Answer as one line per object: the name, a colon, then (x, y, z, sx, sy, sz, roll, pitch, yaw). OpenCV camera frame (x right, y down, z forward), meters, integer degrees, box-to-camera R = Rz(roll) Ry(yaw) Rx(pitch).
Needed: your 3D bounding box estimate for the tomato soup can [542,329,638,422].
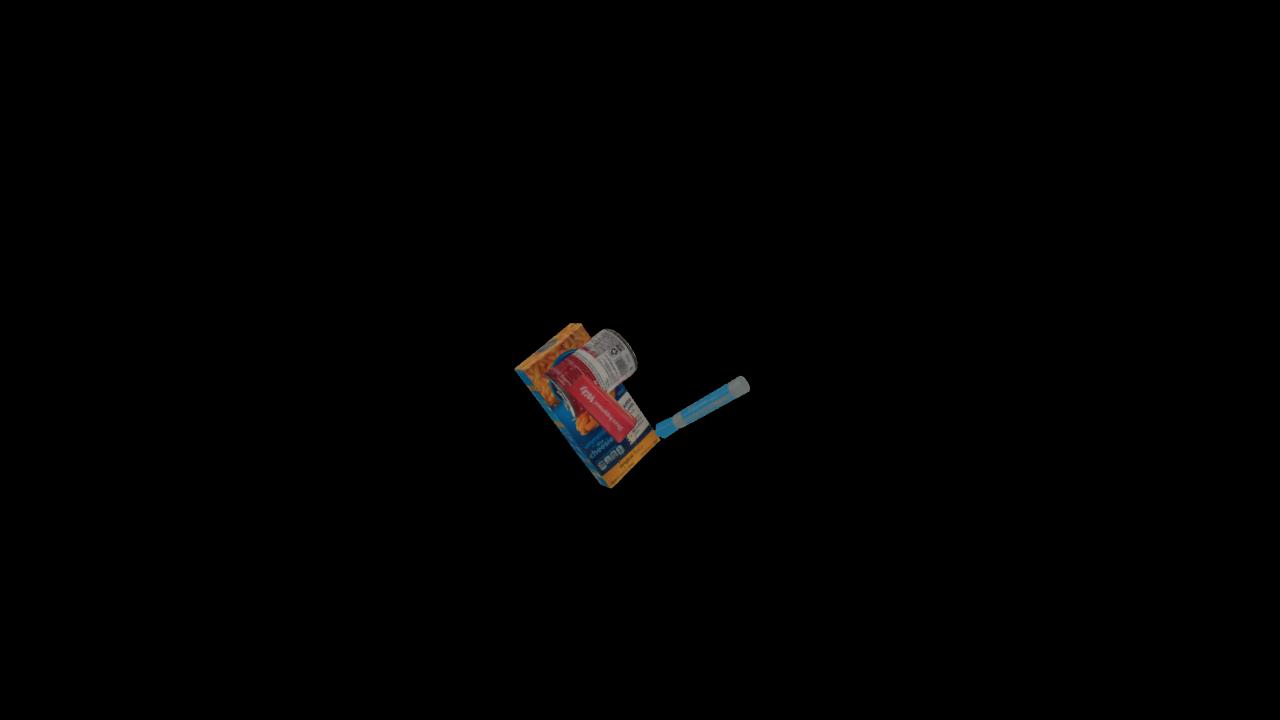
tomato soup can: (-0.061, 0.016, 0.727, 0.101, 0.068, 0.068, -39, 19, -25)

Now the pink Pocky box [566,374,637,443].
pink Pocky box: (-0.041, 0.056, 0.743, 0.084, 0.029, 0.155, 45, 0, 3)

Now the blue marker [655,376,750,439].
blue marker: (0.063, 0.053, 0.655, 0.121, 0.020, 0.020, -34, -18, 30)

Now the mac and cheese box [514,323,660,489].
mac and cheese box: (-0.060, 0.056, 0.745, 0.093, 0.184, 0.041, -41, 20, -21)
